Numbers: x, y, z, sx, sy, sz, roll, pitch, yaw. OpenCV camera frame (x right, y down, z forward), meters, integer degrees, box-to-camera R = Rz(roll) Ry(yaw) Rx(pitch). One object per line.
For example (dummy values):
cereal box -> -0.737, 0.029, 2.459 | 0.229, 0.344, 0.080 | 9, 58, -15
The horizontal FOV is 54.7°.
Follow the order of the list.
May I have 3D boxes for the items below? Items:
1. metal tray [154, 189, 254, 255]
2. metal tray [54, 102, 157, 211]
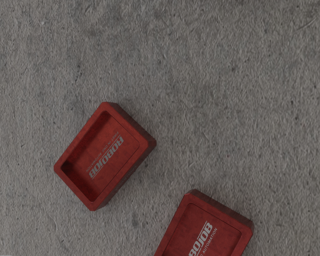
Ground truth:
metal tray -> 0.048, 0.155, 0.389 | 0.090, 0.030, 0.129 | 28, 99, 17
metal tray -> -0.079, 0.039, 0.433 | 0.090, 0.030, 0.130 | 43, 103, 14
